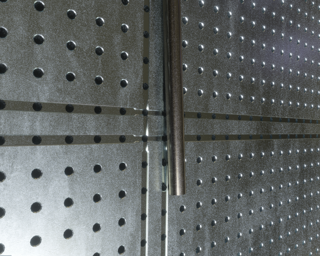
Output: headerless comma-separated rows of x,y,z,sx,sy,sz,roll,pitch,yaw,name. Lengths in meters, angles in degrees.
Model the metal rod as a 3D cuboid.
0.019,-0.058,0.427,0.025,0.025,0.298,-3,92,-40,metal rod
